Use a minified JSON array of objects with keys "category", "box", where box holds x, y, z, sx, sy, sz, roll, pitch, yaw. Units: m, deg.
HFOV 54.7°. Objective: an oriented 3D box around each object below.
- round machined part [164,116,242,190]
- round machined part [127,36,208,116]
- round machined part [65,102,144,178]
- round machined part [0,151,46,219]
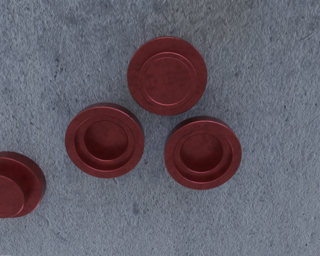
[{"category":"round machined part","box":[0.055,0.029,0.412,0.099,0.042,0.097,0,110,0]},{"category":"round machined part","box":[0.009,-0.061,0.378,0.099,0.042,0.097,0,110,0]},{"category":"round machined part","box":[-0.069,0.013,0.405,0.099,0.042,0.097,0,110,0]},{"category":"round machined part","box":[-0.215,0.085,0.430,0.099,0.042,0.097,0,110,0]}]
